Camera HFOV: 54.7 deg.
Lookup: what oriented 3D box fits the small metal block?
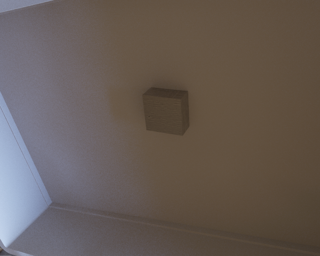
[{"bbox_3d":[0.008,-0.021,0.390,0.050,0.025,0.050,9,122,23],"label":"small metal block"}]
